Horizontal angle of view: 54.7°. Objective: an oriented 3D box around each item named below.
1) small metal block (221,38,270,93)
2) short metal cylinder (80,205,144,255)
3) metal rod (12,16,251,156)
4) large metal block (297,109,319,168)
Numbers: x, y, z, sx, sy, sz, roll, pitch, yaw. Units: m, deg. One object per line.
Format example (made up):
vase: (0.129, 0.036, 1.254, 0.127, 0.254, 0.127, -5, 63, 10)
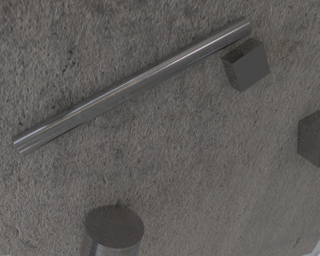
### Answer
small metal block: (0.116, -0.085, 0.418, 0.050, 0.025, 0.050, -35, 129, -5)
short metal cylinder: (-0.067, 0.153, 0.430, 0.081, 0.080, 0.050, 1, 118, -29)
metal rod: (-0.023, -0.054, 0.360, 0.301, 0.025, 0.025, -30, 129, -10)
large metal block: (0.301, 0.013, 0.563, 0.080, 0.050, 0.080, -27, 128, -12)
